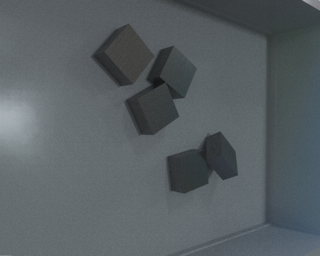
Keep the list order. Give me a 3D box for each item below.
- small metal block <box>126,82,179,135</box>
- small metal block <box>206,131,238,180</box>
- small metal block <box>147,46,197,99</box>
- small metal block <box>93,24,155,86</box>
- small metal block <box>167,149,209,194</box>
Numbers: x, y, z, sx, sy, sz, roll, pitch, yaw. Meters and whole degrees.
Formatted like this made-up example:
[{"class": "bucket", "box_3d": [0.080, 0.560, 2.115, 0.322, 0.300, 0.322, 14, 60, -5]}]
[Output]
[{"class": "small metal block", "box_3d": [-0.008, -0.025, 0.399, 0.050, 0.025, 0.050, -35, 112, -34]}, {"class": "small metal block", "box_3d": [0.094, 0.042, 0.471, 0.050, 0.025, 0.050, 48, 31, -29]}, {"class": "small metal block", "box_3d": [0.018, -0.074, 0.421, 0.050, 0.025, 0.050, 36, 68, -34]}, {"class": "small metal block", "box_3d": [-0.042, -0.086, 0.371, 0.050, 0.025, 0.050, 48, 62, -29]}, {"class": "small metal block", "box_3d": [0.041, 0.060, 0.441, 0.050, 0.025, 0.050, -12, 98, -39]}]
